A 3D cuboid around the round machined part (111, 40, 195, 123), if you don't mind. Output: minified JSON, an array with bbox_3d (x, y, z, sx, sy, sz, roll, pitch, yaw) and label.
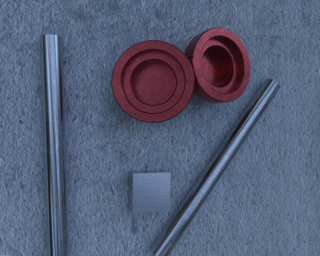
[{"bbox_3d":[-0.007,-0.056,0.386,0.099,0.042,0.097,0,92,2],"label":"round machined part"}]

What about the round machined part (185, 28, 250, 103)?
[{"bbox_3d":[0.072,-0.082,0.421,0.099,0.042,0.097,1,88,-30],"label":"round machined part"}]

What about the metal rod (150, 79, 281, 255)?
[{"bbox_3d":[0.085,0.050,0.440,0.025,0.025,0.300,40,77,-16],"label":"metal rod"}]

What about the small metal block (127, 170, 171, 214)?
[{"bbox_3d":[-0.014,0.082,0.404,0.050,0.025,0.050,1,90,-20],"label":"small metal block"}]

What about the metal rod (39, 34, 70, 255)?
[{"bbox_3d":[-0.123,0.043,0.363,0.025,0.025,0.298,-2,91,-20],"label":"metal rod"}]
